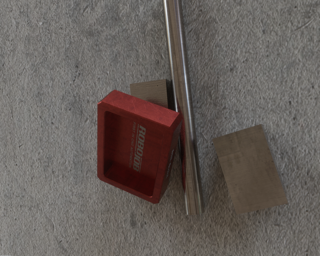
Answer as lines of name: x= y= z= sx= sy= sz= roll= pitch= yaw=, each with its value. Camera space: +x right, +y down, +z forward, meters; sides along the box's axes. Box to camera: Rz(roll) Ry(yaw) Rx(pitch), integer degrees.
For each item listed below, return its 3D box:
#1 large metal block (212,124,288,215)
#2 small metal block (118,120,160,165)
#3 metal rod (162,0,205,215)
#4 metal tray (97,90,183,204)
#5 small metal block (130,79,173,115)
large metal block: x=0.101 y=0.041 z=0.344 sx=0.050 sy=0.080 sz=0.080 roll=-19 pitch=84 yaw=19
small metal block: x=-0.027 y=0.017 z=0.405 sx=0.050 sy=0.025 sz=0.050 roll=14 pitch=129 yaw=19
metal rod: x=0.028 y=-0.041 z=0.398 sx=0.025 sy=0.025 sz=0.298 roll=-7 pitch=88 yaw=19
metal tray: x=-0.029 y=0.027 z=0.375 sx=0.090 sy=0.030 sz=0.129 roll=21 pitch=130 yaw=13
small metal block: x=-0.010 y=-0.036 z=0.412 sx=0.050 sy=0.025 sz=0.050 roll=-5 pitch=88 yaw=19
